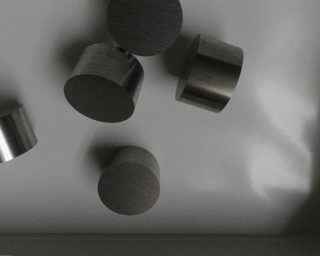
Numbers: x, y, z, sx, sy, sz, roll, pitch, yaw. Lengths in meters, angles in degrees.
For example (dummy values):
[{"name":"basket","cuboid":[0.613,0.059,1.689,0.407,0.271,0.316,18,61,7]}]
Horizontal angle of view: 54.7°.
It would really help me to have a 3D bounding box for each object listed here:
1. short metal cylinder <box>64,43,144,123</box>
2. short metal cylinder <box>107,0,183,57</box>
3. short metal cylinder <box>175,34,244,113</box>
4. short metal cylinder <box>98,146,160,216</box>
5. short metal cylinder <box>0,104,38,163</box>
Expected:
[{"name":"short metal cylinder","cuboid":[-0.063,-0.050,0.359,0.080,0.050,0.080,8,144,6]},{"name":"short metal cylinder","cuboid":[-0.016,-0.125,0.352,0.081,0.050,0.079,0,110,-1]},{"name":"short metal cylinder","cuboid":[0.055,-0.062,0.360,0.050,0.080,0.079,17,109,-7]},{"name":"short metal cylinder","cuboid":[-0.040,0.071,0.424,0.081,0.050,0.079,0,110,-1]},{"name":"short metal cylinder","cuboid":[-0.201,0.007,0.382,0.080,0.080,0.050,-12,110,4]}]
